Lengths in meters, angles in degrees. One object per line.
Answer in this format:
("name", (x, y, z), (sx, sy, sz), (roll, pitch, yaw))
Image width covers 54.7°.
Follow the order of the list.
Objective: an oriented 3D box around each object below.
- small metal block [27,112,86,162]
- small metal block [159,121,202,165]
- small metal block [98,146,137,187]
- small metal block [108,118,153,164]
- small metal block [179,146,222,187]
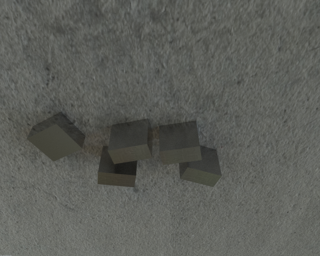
("small metal block", (-0.138, 0.013, 0.416), (0.050, 0.025, 0.050), (-24, 127, 18))
("small metal block", (0.026, 0.019, 0.407), (0.050, 0.050, 0.025), (-8, 130, 6))
("small metal block", (-0.059, 0.054, 0.436), (0.050, 0.050, 0.025), (6, 130, -6))
("small metal block", (-0.037, 0.017, 0.405), (0.050, 0.050, 0.025), (-10, 130, 8))
("small metal block", (0.055, 0.050, 0.435), (0.050, 0.050, 0.025), (16, 128, -14))
